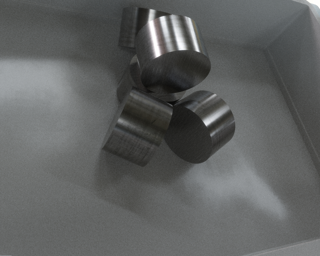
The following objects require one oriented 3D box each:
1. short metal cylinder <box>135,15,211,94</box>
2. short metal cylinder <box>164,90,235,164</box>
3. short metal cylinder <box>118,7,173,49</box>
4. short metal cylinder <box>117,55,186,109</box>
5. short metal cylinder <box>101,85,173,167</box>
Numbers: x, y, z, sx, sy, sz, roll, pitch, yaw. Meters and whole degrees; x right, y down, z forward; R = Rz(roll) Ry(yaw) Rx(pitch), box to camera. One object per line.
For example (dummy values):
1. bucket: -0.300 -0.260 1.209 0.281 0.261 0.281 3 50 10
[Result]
1. short metal cylinder: 0.014 -0.083 0.362 0.081 0.080 0.050 3 61 -27
2. short metal cylinder: 0.047 -0.002 0.395 0.050 0.080 0.080 -33 80 -37
3. short metal cylinder: -0.015 -0.133 0.433 0.081 0.080 0.050 4 103 -26
4. short metal cylinder: -0.011 -0.056 0.414 0.081 0.050 0.080 14 56 -21
5. short metal cylinder: -0.027 -0.002 0.355 0.050 0.080 0.080 26 53 -12
